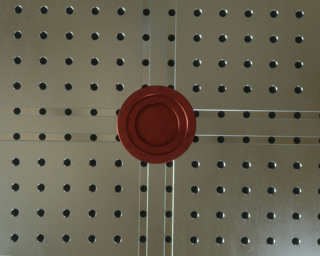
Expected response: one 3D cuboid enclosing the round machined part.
[{"bbox_3d":[-0.004,-0.004,0.404,0.099,0.042,0.097,0,90,0],"label":"round machined part"}]
